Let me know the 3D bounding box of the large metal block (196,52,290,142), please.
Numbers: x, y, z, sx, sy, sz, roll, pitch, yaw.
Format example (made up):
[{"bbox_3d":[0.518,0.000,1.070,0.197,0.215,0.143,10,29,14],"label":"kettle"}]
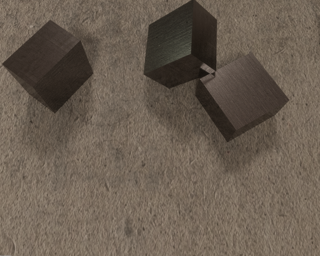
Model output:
[{"bbox_3d":[0.105,-0.040,0.411,0.080,0.050,0.080,-28,73,-10],"label":"large metal block"}]

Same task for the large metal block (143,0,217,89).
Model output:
[{"bbox_3d":[0.027,-0.108,0.413,0.080,0.050,0.080,-14,63,42],"label":"large metal block"}]

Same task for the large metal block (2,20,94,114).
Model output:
[{"bbox_3d":[-0.141,-0.077,0.405,0.050,0.080,0.080,36,74,11],"label":"large metal block"}]
